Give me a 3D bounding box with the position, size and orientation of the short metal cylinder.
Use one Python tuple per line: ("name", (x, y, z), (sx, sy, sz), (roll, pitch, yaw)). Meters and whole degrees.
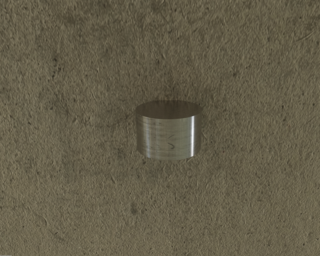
("short metal cylinder", (0.011, 0.000, 0.382), (0.081, 0.080, 0.050), (-1, 110, 0))
